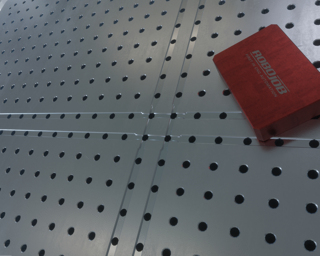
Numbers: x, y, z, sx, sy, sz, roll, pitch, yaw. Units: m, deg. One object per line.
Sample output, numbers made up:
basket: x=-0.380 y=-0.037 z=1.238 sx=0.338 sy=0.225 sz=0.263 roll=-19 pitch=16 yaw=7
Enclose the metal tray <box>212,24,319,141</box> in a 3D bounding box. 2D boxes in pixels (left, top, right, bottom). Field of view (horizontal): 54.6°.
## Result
metal tray: x=0.130 y=-0.058 z=0.373 sx=0.090 sy=0.030 sz=0.130 roll=-28 pitch=52 yaw=11
